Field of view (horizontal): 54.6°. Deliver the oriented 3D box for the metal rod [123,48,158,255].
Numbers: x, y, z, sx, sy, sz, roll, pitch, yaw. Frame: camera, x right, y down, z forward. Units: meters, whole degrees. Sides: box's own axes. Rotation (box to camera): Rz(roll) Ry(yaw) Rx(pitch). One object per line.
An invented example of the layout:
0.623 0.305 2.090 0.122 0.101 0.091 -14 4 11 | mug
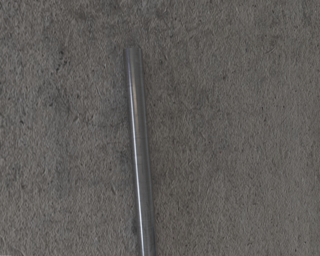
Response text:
-0.024 0.049 0.400 0.025 0.025 0.298 -5 92 -20 | metal rod
